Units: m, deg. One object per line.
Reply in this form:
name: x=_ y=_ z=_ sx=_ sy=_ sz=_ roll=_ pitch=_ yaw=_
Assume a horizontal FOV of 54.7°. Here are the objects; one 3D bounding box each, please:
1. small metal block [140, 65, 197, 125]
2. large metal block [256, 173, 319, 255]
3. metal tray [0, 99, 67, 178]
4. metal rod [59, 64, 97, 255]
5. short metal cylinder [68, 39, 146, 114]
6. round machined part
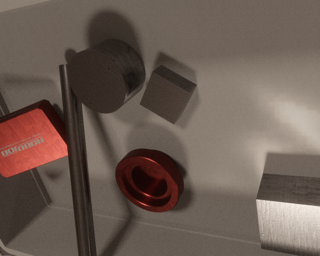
small metal block: x=0.009 y=-0.040 z=0.378 sx=0.050 sy=0.025 sz=0.050 roll=31 pitch=128 yaw=7
large metal block: x=0.164 y=0.105 z=0.371 sx=0.080 sy=0.050 sz=0.080 roll=1 pitch=119 yaw=27
metal tray: x=-0.213 y=0.019 z=0.488 sx=0.130 sy=0.030 sz=0.090 roll=-20 pitch=118 yaw=11
metal rod: x=-0.113 y=0.063 z=0.431 sx=0.025 sy=0.025 sz=0.298 roll=-3 pitch=94 yaw=29
short metal cylinder: x=-0.065 y=-0.065 z=0.385 sx=0.080 sy=0.050 sz=0.079 roll=13 pitch=124 yaw=20
round machined part: x=-0.011 y=0.070 z=0.445 sx=0.098 sy=0.042 sz=0.097 roll=13 pitch=124 yaw=20
